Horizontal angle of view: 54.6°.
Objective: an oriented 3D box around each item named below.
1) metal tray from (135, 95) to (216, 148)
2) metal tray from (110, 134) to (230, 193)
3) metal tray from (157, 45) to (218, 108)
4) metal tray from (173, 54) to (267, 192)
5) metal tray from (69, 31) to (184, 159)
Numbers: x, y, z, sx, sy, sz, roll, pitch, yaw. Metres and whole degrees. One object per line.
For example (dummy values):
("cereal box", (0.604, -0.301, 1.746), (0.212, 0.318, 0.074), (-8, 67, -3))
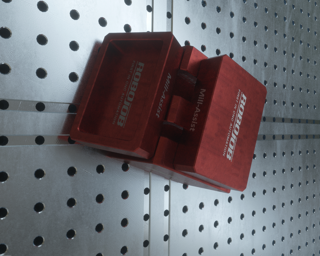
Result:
("metal tray", (0.031, 0.001, 0.390), (0.131, 0.090, 0.030), (25, 73, -38))
("metal tray", (0.018, 0.044, 0.380), (0.131, 0.090, 0.030), (27, 74, -37))
("metal tray", (0.047, -0.055, 0.404), (0.131, 0.090, 0.030), (26, 74, -37))
("metal tray", (0.072, -0.003, 0.347), (0.090, 0.030, 0.130), (26, 74, -37))
("metal tray", (-0.035, -0.039, 0.333), (0.030, 0.090, 0.130), (38, 65, -58))
